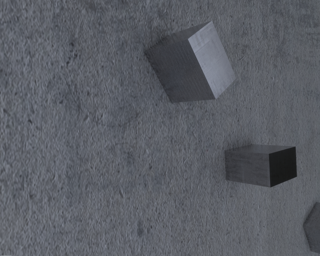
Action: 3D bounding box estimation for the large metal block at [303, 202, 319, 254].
[{"bbox_3d":[0.375,0.230,0.703,0.080,0.050,0.080,-38,114,-33],"label":"large metal block"}]

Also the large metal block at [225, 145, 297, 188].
[{"bbox_3d":[0.165,0.058,0.507,0.081,0.080,0.050,-7,95,-40],"label":"large metal block"}]

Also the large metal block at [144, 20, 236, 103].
[{"bbox_3d":[0.039,-0.082,0.401,0.050,0.080,0.080,-44,117,-31],"label":"large metal block"}]
